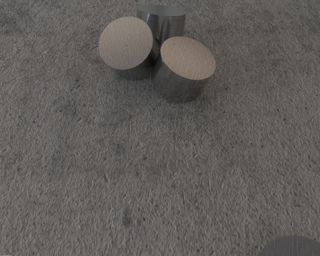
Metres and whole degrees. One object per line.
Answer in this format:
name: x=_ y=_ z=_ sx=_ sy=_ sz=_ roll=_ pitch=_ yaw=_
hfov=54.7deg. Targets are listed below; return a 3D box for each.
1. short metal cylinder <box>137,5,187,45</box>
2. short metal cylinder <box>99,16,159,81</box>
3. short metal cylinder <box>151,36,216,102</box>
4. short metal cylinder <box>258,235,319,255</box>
short metal cylinder: x=0.001 y=-0.170 z=0.515 sx=0.081 sy=0.050 sz=0.080 roll=5 pitch=32 yaw=-3
short metal cylinder: x=-0.044 y=-0.117 z=0.462 sx=0.080 sy=0.050 sz=0.080 roll=-2 pitch=80 yaw=12
short metal cylinder: x=0.032 y=-0.084 z=0.443 sx=0.081 sy=0.050 sz=0.080 roll=9 pitch=56 yaw=-14
short metal cylinder: x=0.117 y=0.142 z=0.268 sx=0.080 sy=0.050 sz=0.080 roll=0 pitch=50 yaw=0
